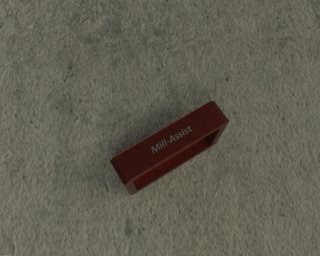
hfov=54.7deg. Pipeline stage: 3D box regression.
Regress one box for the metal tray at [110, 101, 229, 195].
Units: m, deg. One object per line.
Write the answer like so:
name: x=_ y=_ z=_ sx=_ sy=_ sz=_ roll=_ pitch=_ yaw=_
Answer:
metal tray: x=0.012 y=0.027 z=0.364 sx=0.131 sy=0.090 sz=0.030 roll=-30 pitch=73 yaw=-11
